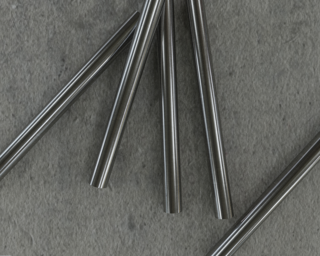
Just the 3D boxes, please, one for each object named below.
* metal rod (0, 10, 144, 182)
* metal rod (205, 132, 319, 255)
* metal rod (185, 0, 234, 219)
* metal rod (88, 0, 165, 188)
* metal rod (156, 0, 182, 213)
[{"bbox_3d":[-0.127,-0.037,0.408,0.025,0.025,0.300,43,90,-1],"label":"metal rod"},{"bbox_3d":[0.170,0.070,0.412,0.025,0.025,0.300,43,90,-1],"label":"metal rod"},{"bbox_3d":[0.065,-0.031,0.410,0.025,0.025,0.298,-8,90,0],"label":"metal rod"},{"bbox_3d":[-0.036,-0.067,0.395,0.025,0.025,0.298,18,95,-1],"label":"metal rod"},{"bbox_3d":[0.011,-0.039,0.410,0.025,0.025,0.298,-2,90,-1],"label":"metal rod"}]
